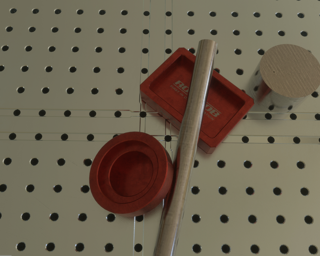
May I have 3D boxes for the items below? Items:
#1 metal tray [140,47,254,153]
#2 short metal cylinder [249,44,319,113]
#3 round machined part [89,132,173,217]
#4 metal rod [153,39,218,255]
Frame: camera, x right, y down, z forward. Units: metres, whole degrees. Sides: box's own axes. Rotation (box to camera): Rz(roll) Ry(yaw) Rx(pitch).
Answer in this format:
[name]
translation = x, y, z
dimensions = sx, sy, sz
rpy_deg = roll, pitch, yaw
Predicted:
[metal tray]
translation = 0.048, -0.040, 0.424
dimensions = 0.130, 0.030, 0.090
rpy_deg = 40, 74, 13
[short metal cylinder]
translation = 0.170, -0.067, 0.425
dimensions = 0.081, 0.050, 0.080
rpy_deg = 0, 70, 0
[round machined part]
translation = -0.031, 0.057, 0.370
dimensions = 0.098, 0.042, 0.098
rpy_deg = -9, 62, 17
[metal rod]
translation = 0.030, 0.035, 0.373
dimensions = 0.025, 0.025, 0.299
rpy_deg = 12, 80, 4
